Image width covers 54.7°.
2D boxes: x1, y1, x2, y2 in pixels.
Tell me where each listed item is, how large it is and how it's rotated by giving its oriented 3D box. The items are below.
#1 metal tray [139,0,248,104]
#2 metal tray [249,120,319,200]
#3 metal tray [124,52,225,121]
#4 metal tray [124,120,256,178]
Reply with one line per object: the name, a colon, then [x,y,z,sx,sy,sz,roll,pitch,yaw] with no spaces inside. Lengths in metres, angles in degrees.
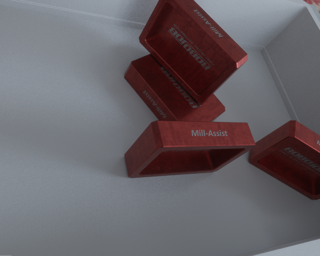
metal tray: [0.040,-0.107,0.412,0.130,0.090,0.030,47,51,4]
metal tray: [0.209,0.051,0.448,0.130,0.090,0.030,30,52,-10]
metal tray: [0.023,-0.051,0.448,0.091,0.030,0.130,-33,81,-38]
metal tray: [0.035,0.026,0.367,0.131,0.090,0.030,1,62,-28]
